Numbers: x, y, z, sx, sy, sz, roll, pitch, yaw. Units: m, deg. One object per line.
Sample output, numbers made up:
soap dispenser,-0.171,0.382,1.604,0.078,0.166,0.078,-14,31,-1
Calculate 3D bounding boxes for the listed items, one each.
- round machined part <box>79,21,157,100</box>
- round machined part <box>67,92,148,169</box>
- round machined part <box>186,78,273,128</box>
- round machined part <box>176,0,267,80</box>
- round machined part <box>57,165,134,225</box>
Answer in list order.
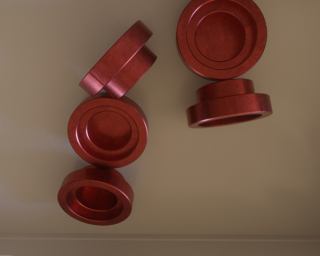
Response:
round machined part,-0.041,-0.069,0.346,0.042,0.098,0.098,43,105,-14
round machined part,-0.064,0.000,0.399,0.099,0.042,0.097,0,114,0
round machined part,0.079,-0.029,0.368,0.099,0.098,0.042,-8,83,3
round machined part,0.067,-0.103,0.356,0.099,0.042,0.097,0,93,0
round machined part,-0.084,0.088,0.423,0.099,0.042,0.097,3,130,3
